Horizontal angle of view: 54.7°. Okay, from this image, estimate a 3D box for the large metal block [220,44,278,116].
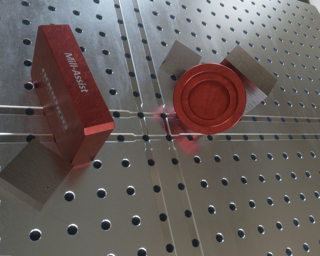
[{"bbox_3d":[0.116,-0.065,0.477,0.080,0.080,0.050,42,50,0],"label":"large metal block"}]

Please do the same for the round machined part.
[{"bbox_3d":[0.069,-0.039,0.439,0.099,0.042,0.097,0,89,7],"label":"round machined part"}]

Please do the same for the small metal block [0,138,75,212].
[{"bbox_3d":[-0.125,0.047,0.313,0.050,0.025,0.050,35,51,-5],"label":"small metal block"}]

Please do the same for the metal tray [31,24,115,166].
[{"bbox_3d":[-0.100,-0.033,0.333,0.030,0.090,0.130,-15,70,-35],"label":"metal tray"}]

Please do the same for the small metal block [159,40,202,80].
[{"bbox_3d":[0.033,-0.104,0.492,0.050,0.025,0.050,31,52,-9],"label":"small metal block"}]
